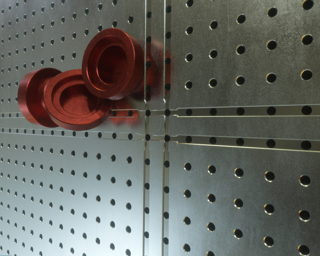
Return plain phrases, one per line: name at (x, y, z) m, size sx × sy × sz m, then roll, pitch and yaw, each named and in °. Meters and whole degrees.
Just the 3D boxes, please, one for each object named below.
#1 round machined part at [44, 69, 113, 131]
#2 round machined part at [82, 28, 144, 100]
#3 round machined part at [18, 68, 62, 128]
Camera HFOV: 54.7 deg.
round machined part at (-0.122, -0.038, 0.472) m, size 0.098 × 0.099 × 0.042 m, roll 62°, pitch 160°, yaw 21°
round machined part at (-0.062, -0.088, 0.442) m, size 0.098 × 0.042 × 0.097 m, roll -2°, pitch 86°, yaw 33°
round machined part at (-0.174, -0.049, 0.503) m, size 0.042 × 0.099 × 0.097 m, roll 2°, pitch 91°, yaw 32°
